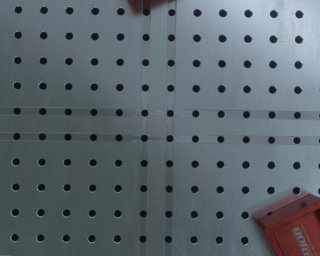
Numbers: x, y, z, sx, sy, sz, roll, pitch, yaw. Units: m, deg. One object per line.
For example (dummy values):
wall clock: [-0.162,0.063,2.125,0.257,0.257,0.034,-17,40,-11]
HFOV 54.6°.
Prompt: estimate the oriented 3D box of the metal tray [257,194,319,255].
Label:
metal tray: [0.200,0.166,0.412,0.090,0.030,0.130,-26,90,0]

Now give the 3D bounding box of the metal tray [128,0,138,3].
metal tray: [-0.024,-0.239,0.390,0.090,0.030,0.130,-24,108,0]
